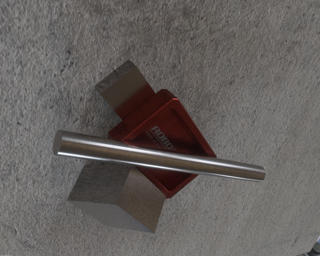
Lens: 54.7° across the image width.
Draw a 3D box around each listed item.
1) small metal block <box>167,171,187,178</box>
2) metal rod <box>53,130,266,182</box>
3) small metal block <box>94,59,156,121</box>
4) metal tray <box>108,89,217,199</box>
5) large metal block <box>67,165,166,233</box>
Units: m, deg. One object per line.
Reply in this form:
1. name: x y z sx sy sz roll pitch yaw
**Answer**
1. small metal block: 0.033 0.053 0.461 0.050 0.025 0.050 -44 130 2
2. metal rod: 0.025 0.041 0.378 0.302 0.025 0.025 13 112 -34
3. small metal block: -0.039 -0.043 0.362 0.050 0.025 0.050 -39 130 -2
4. metal tray: 0.008 0.025 0.393 0.090 0.030 0.130 -40 130 -2
5. large metal block: -0.052 0.088 0.389 0.080 0.080 0.050 51 47 -40
